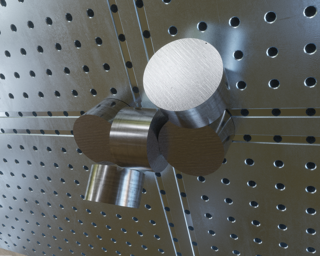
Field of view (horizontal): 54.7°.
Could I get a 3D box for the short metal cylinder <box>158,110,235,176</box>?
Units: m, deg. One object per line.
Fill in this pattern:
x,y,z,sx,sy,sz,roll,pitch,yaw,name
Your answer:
0.045,0.011,0.376,0.080,0.050,0.079,13,124,20,short metal cylinder

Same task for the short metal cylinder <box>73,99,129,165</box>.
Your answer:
-0.073,0.006,0.434,0.080,0.050,0.079,13,124,20,short metal cylinder

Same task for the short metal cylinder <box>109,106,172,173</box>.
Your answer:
-0.020,0.014,0.393,0.050,0.080,0.079,5,121,25,short metal cylinder

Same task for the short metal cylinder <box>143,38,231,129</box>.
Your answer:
0.029,-0.045,0.323,0.080,0.080,0.050,8,164,23,short metal cylinder

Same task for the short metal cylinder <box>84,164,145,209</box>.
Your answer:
-0.065,0.086,0.454,0.080,0.050,0.080,9,165,3,short metal cylinder
